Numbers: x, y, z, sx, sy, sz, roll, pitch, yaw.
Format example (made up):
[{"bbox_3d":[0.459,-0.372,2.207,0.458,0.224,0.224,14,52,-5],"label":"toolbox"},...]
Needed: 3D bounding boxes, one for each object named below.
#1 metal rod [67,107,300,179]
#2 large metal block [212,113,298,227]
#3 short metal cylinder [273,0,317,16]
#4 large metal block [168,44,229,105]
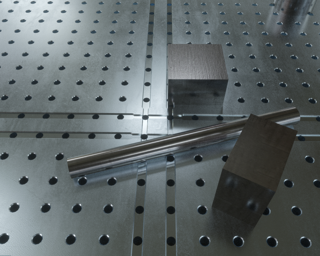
[{"bbox_3d":[0.038,0.015,0.394,0.302,0.025,0.025,-13,51,-11],"label":"metal rod"},{"bbox_3d":[0.100,0.046,0.334,0.050,0.080,0.080,23,54,18],"label":"large metal block"},{"bbox_3d":[0.273,-0.268,0.618,0.080,0.050,0.080,0,50,0],"label":"short metal cylinder"},{"bbox_3d":[0.052,-0.080,0.459,0.080,0.050,0.080,0,50,0],"label":"large metal block"}]
